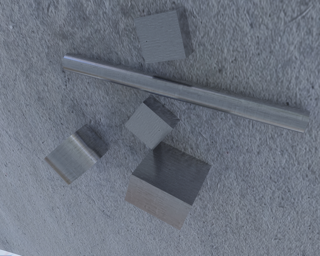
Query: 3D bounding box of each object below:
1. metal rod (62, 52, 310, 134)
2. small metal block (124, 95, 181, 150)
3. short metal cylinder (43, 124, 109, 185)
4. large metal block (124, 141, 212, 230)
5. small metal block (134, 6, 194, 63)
[{"bbox_3d":[0.015,-0.047,0.368,0.301,0.025,0.025,17,125,18],"label":"metal rod"},{"bbox_3d":[-0.010,-0.007,0.407,0.050,0.025,0.050,41,129,-1],"label":"small metal block"},{"bbox_3d":[-0.122,0.039,0.458,0.050,0.080,0.080,49,128,-7],"label":"short metal cylinder"},{"bbox_3d":[0.012,0.072,0.408,0.080,0.080,0.050,26,128,12],"label":"large metal block"},{"bbox_3d":[0.005,-0.102,0.340,0.050,0.025,0.050,-1,118,28],"label":"small metal block"}]
